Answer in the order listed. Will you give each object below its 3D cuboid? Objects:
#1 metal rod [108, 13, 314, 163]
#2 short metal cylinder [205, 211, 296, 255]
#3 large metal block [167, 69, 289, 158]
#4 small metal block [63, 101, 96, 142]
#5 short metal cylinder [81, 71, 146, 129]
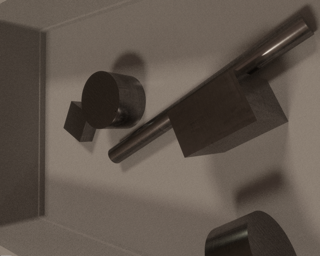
[{"bbox_3d":[0.036,-0.029,0.375,0.299,0.025,0.025,-34,69,34],"label":"metal rod"},{"bbox_3d":[0.089,0.127,0.297,0.050,0.081,0.080,-38,67,33],"label":"short metal cylinder"},{"bbox_3d":[0.069,-0.011,0.313,0.080,0.081,0.050,-32,70,35],"label":"large metal block"},{"bbox_3d":[-0.129,-0.011,0.510,0.050,0.025,0.050,33,110,34],"label":"small metal block"},{"bbox_3d":[-0.067,-0.038,0.444,0.080,0.050,0.079,0,90,39],"label":"short metal cylinder"}]
